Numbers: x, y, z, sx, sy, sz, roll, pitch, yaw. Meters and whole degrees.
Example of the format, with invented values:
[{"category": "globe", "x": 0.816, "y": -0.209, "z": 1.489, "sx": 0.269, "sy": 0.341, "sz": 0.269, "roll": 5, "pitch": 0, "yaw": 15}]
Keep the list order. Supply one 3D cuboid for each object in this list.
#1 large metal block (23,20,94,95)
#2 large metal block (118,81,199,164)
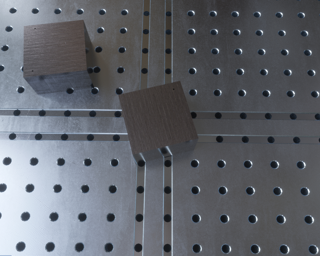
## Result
[{"category": "large metal block", "x": -0.140, "y": -0.098, "z": 0.433, "sx": 0.081, "sy": 0.050, "sz": 0.080, "roll": -7, "pitch": 70, "yaw": -3}, {"category": "large metal block", "x": -0.003, "y": -0.006, "z": 0.401, "sx": 0.081, "sy": 0.050, "sz": 0.080, "roll": -14, "pitch": 71, "yaw": -5}]
